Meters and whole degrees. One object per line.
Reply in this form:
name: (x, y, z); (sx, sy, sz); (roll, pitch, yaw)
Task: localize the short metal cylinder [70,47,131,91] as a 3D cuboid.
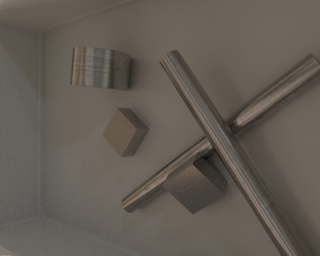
short metal cylinder: (-0.083, -0.082, 0.437); (0.080, 0.081, 0.050); (10, 97, 39)

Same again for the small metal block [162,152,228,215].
small metal block: (0.041, 0.065, 0.357); (0.050, 0.025, 0.050); (44, 122, -7)

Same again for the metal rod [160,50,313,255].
metal rod: (0.085, 0.046, 0.310); (0.025, 0.025, 0.299); (-39, 74, 33)

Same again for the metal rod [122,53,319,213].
metal rod: (0.051, 0.025, 0.362); (0.299, 0.025, 0.025); (-41, 65, 31)

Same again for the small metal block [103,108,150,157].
small metal block: (-0.050, 0.006, 0.446); (0.050, 0.025, 0.050); (46, 117, 30)
